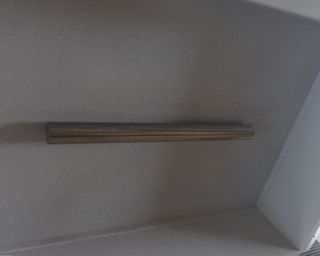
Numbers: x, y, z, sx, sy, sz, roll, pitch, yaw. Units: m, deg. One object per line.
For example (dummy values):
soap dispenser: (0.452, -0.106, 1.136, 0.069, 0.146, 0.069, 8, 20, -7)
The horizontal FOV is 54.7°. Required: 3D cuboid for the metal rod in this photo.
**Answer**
metal rod: (0.008, 0.006, 0.416, 0.303, 0.025, 0.025, 0, 118, -29)
